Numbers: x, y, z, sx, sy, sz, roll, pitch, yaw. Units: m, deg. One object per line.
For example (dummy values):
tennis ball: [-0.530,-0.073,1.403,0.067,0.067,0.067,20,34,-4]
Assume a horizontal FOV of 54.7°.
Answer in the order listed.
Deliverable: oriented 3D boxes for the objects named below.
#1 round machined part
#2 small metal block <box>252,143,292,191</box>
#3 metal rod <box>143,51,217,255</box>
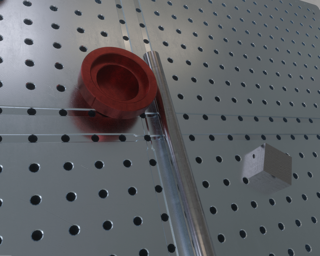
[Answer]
round machined part: [-0.057,-0.053,0.399,0.099,0.042,0.098,14,56,-21]
small metal block: [0.168,0.058,0.464,0.050,0.025,0.050,28,52,-11]
metal rod: [0.020,0.024,0.404,0.025,0.025,0.299,0,62,-28]
